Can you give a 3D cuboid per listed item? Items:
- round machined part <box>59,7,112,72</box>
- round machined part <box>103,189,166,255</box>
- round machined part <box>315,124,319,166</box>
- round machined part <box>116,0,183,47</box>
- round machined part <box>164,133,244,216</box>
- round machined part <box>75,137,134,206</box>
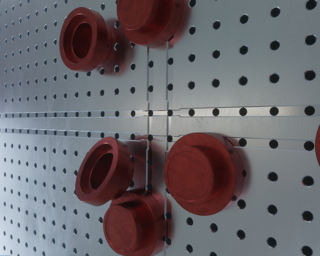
[{"bbox_3d":[-0.115,-0.138,0.495,0.098,0.042,0.097,0,90,40],"label":"round machined part"},{"bbox_3d":[-0.042,0.137,0.434,0.098,0.042,0.097,0,90,40],"label":"round machined part"},{"bbox_3d":[0.179,0.016,0.251,0.098,0.042,0.097,0,90,40],"label":"round machined part"},{"bbox_3d":[-0.020,-0.161,0.416,0.098,0.042,0.097,0,90,40],"label":"round machined part"},{"bbox_3d":[0.043,0.054,0.363,0.098,0.042,0.097,0,90,40],"label":"round machined part"},{"bbox_3d":[-0.075,0.065,0.444,0.098,0.042,0.098,-31,42,33],"label":"round machined part"}]
